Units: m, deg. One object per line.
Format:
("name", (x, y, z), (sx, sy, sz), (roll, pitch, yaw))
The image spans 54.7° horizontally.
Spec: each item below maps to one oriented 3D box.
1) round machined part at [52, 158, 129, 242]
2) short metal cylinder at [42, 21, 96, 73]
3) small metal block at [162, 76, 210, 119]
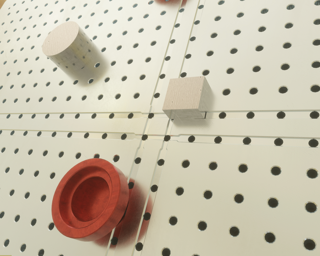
("round machined part", (-0.081, 0.090, 0.385), (0.098, 0.042, 0.098), (-13, 56, 21))
("short metal cylinder", (-0.168, -0.149, 0.572), (0.080, 0.050, 0.080), (-13, 56, 21))
("small metal block", (0.036, -0.040, 0.414), (0.050, 0.025, 0.050), (0, 62, 28))
